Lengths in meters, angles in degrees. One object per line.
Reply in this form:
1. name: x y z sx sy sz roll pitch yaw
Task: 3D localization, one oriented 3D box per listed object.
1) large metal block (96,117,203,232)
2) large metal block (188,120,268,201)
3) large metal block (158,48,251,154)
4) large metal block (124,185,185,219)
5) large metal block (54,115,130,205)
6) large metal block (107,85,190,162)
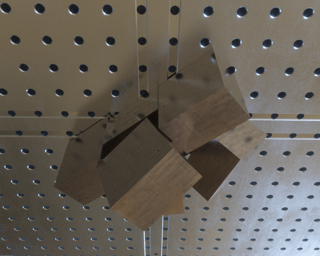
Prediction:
1. large metal block: -0.015 0.046 0.332 0.080 0.080 0.050 -44 121 1
2. large metal block: 0.080 0.034 0.396 0.050 0.081 0.080 42 130 19
3. large metal block: 0.045 -0.031 0.349 0.080 0.080 0.050 -32 124 24
4. large metal block: -0.007 0.087 0.440 0.080 0.080 0.050 -7 93 6
5. large metal block: -0.084 0.042 0.409 0.080 0.080 0.050 -31 124 23
6. large metal block: -0.009 0.006 0.401 0.080 0.050 0.080 -32 123 24
